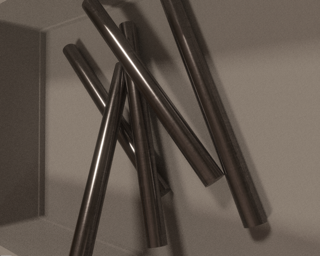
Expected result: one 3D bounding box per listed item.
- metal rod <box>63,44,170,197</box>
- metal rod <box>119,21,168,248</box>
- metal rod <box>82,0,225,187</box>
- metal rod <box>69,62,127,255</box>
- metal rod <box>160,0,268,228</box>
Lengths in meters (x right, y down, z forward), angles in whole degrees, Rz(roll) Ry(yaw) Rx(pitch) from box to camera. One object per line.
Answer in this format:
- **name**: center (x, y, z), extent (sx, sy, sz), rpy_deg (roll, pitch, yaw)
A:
- **metal rod**: center (-0.076, -0.024, 0.466), extent (0.025, 0.025, 0.300), rpy_deg (-50, 61, 28)
- **metal rod**: center (-0.025, -0.003, 0.404), extent (0.025, 0.025, 0.299), rpy_deg (-21, 71, 38)
- **metal rod**: center (-0.019, -0.059, 0.388), extent (0.025, 0.025, 0.299), rpy_deg (-46, 67, 30)
- **metal rod**: center (-0.073, 0.045, 0.388), extent (0.025, 0.025, 0.299), rpy_deg (-13, 58, 39)
- **metal rod**: center (0.055, -0.037, 0.360), extent (0.025, 0.025, 0.299), rpy_deg (-29, 72, 36)
